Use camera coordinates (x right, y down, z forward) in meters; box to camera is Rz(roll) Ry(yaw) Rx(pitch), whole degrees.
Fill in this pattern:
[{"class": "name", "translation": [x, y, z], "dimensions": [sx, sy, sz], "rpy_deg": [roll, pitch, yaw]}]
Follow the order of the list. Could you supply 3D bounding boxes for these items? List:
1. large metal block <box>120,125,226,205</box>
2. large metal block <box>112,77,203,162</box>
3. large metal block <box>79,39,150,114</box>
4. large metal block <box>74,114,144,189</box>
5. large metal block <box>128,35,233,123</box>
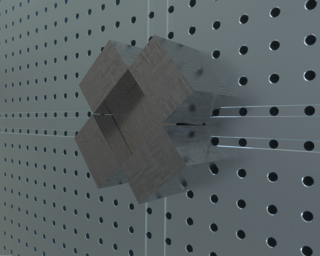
[{"class": "large metal block", "translation": [0.016, 0.041, 0.363], "dimensions": [0.080, 0.081, 0.050], "rpy_deg": [-45, 63, 31]}, {"class": "large metal block", "translation": [-0.006, -0.011, 0.398], "dimensions": [0.080, 0.050, 0.080], "rpy_deg": [-47, 61, 32]}, {"class": "large metal block", "translation": [-0.046, -0.063, 0.413], "dimensions": [0.080, 0.081, 0.050], "rpy_deg": [-46, 63, 30]}, {"class": "large metal block", "translation": [-0.056, 0.029, 0.420], "dimensions": [0.050, 0.081, 0.080], "rpy_deg": [-46, 63, 30]}, {"class": "large metal block", "translation": [0.024, -0.052, 0.355], "dimensions": [0.050, 0.081, 0.080], "rpy_deg": [-46, 63, 30]}]
